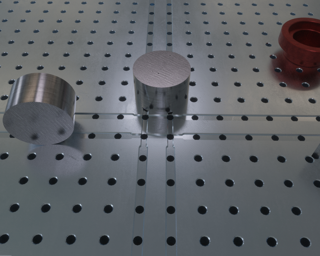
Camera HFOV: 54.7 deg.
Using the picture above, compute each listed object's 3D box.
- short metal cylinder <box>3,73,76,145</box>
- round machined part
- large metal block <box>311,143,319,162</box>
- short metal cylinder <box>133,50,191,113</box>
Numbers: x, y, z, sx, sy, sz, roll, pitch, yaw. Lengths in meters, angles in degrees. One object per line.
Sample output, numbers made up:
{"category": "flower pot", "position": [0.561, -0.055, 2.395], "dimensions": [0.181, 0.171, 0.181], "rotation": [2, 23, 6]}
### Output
{"category": "short metal cylinder", "position": [-0.148, -0.022, 0.390], "dimensions": [0.081, 0.080, 0.050], "rotation": [-5, 50, -4]}
{"category": "round machined part", "position": [0.247, -0.139, 0.515], "dimensions": [0.099, 0.042, 0.098], "rotation": [0, 50, 0]}
{"category": "large metal block", "position": [0.248, 0.030, 0.368], "dimensions": [0.081, 0.050, 0.080], "rotation": [-25, 55, -20]}
{"category": "short metal cylinder", "position": [0.003, -0.067, 0.448], "dimensions": [0.081, 0.050, 0.080], "rotation": [0, 50, 0]}
